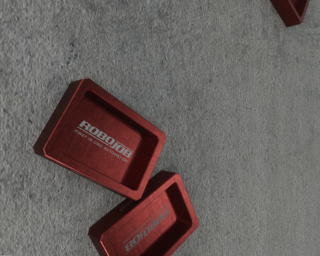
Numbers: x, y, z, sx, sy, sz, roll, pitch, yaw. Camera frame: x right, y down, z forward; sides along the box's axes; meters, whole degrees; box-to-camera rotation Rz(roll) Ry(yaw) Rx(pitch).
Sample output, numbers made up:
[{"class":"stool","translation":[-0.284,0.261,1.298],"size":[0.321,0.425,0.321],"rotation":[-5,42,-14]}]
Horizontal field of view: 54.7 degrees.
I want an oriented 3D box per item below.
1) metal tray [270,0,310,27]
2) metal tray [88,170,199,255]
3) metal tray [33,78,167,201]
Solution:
[{"class":"metal tray","translation":[0.270,-0.283,0.626],"size":[0.090,0.030,0.130],"rotation":[38,67,-33]},{"class":"metal tray","translation":[-0.014,0.125,0.389],"size":[0.131,0.030,0.090],"rotation":[-34,112,-34]},{"class":"metal tray","translation":[-0.060,0.016,0.350],"size":[0.130,0.030,0.090],"rotation":[36,68,-34]}]
